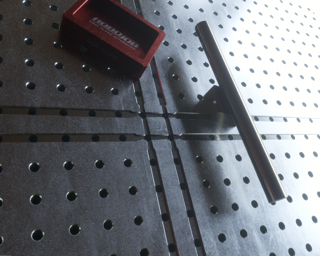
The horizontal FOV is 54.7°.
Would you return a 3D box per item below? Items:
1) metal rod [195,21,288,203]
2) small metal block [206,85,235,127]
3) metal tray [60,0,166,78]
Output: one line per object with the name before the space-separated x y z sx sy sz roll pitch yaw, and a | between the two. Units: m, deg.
metal rod | 0.112 -0.038 0.459 0.025 0.025 0.299 -4 64 -30
small metal block | 0.102 -0.034 0.484 0.050 0.025 0.050 13 56 -21
metal tray | -0.065 -0.141 0.455 0.130 0.030 0.090 31 52 -9
